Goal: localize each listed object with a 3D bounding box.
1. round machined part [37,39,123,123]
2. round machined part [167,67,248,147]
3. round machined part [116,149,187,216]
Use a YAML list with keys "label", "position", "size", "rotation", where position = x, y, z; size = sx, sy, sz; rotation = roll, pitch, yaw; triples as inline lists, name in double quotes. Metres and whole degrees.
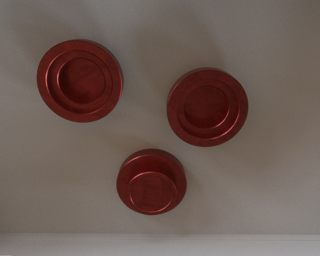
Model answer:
- label: "round machined part"
  position: [-0.094, -0.059, 0.379]
  size: [0.099, 0.042, 0.097]
  rotation: [0, 110, -1]
- label: "round machined part"
  position: [0.057, -0.028, 0.393]
  size: [0.099, 0.042, 0.097]
  rotation: [0, 110, -1]
- label: "round machined part"
  position: [-0.012, 0.082, 0.432]
  size: [0.099, 0.042, 0.097]
  rotation: [0, 110, -1]
